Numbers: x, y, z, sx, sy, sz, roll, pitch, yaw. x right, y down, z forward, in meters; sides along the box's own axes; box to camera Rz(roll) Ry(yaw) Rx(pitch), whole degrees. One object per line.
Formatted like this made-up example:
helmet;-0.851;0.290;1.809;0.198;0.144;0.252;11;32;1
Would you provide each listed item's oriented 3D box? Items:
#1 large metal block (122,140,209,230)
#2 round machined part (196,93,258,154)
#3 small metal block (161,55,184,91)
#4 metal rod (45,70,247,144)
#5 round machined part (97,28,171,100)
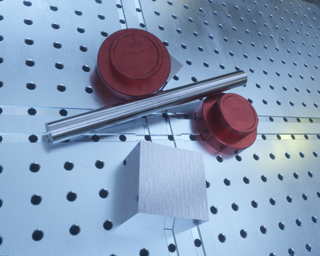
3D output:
large metal block;0.005;0.068;0.353;0.081;0.050;0.080;13;56;-21
round machined part;0.106;-0.013;0.462;0.099;0.042;0.098;14;56;-21
small metal block;-0.001;-0.089;0.462;0.050;0.025;0.050;40;51;-1
metal rod;0.003;-0.036;0.413;0.302;0.025;0.025;-19;72;-29
round machined part;-0.033;-0.089;0.412;0.099;0.042;0.098;2;78;-11
